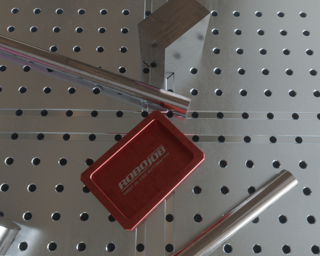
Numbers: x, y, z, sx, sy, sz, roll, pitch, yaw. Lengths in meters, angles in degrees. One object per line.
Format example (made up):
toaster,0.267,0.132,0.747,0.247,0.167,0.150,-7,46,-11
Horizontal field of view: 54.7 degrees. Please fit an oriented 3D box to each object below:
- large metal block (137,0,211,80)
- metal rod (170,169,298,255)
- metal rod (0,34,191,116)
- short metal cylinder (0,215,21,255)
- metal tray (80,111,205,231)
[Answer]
large metal block,0.018,-0.125,0.428,0.080,0.080,0.050,-41,75,-14
metal rod,0.040,0.144,0.359,0.301,0.025,0.025,-33,74,-12
metal rod,-0.102,-0.078,0.439,0.301,0.025,0.025,19,71,7
short metal cylinder,-0.204,0.118,0.338,0.080,0.080,0.050,24,72,8
metal tray,-0.020,0.051,0.389,0.130,0.030,0.090,-42,76,-14
